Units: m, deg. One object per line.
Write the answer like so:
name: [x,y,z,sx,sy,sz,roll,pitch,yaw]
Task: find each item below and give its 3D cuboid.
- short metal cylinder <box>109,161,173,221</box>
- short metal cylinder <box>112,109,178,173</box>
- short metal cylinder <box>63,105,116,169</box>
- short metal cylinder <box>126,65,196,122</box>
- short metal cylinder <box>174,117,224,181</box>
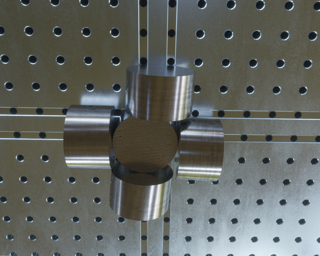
short metal cylinder: [-0.025,0.077,0.411,0.081,0.080,0.050,6,110,-2]
short metal cylinder: [-0.019,0.011,0.404,0.081,0.050,0.079,-1,110,-1]
short metal cylinder: [-0.084,0.011,0.387,0.050,0.080,0.079,1,110,-1]
short metal cylinder: [0.000,-0.044,0.367,0.081,0.080,0.050,3,110,-1]
short metal cylinder: [0.047,0.026,0.394,0.050,0.080,0.079,3,110,-2]
